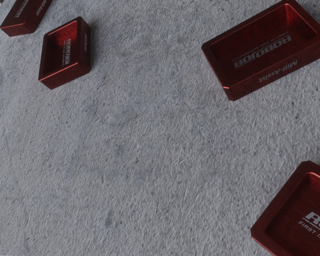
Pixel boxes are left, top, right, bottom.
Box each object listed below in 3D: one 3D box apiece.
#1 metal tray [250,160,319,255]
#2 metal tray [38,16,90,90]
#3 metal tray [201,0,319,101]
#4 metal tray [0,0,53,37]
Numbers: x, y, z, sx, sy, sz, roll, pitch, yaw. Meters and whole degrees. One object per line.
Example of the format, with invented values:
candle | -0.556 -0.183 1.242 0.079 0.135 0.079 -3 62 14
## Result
metal tray | 0.156 0.098 0.258 0.130 0.030 0.090 35 81 38
metal tray | -0.177 -0.142 0.580 0.090 0.030 0.130 -20 54 16
metal tray | 0.129 -0.101 0.394 0.130 0.030 0.090 -27 52 11
metal tray | -0.314 -0.281 0.738 0.090 0.030 0.130 2 63 29
